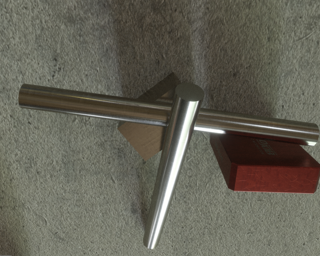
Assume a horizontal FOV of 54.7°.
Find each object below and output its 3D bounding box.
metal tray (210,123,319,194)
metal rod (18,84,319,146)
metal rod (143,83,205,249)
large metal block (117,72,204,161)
[{"bbox_3d":[0.115,0.029,0.366,0.091,0.130,0.030,2,110,-1],"label":"metal tray"},{"bbox_3d":[0.013,-0.012,0.320,0.302,0.025,0.025,8,110,-4],"label":"metal rod"},{"bbox_3d":[0.006,0.071,0.369,0.025,0.025,0.298,7,136,-3],"label":"metal rod"},{"bbox_3d":[0.000,-0.017,0.374,0.080,0.080,0.050,-35,107,12],"label":"large metal block"}]
